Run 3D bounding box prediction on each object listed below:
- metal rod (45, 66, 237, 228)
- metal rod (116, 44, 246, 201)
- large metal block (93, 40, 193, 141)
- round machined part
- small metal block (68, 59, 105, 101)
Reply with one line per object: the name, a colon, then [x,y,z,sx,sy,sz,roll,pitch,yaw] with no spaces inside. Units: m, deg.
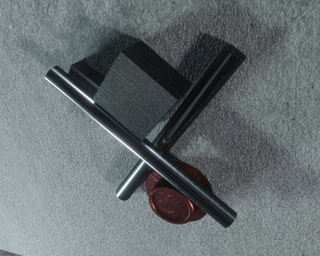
metal rod: [-0.025,0.024,0.402,0.300,0.025,0.025,39,129,1]
metal rod: [0.009,0.014,0.413,0.025,0.025,0.298,38,129,2]
large metal block: [-0.022,-0.045,0.376,0.080,0.050,0.080,41,129,0]
round machined part: [0.023,0.099,0.444,0.098,0.042,0.097,13,124,20]
small metal block: [-0.101,-0.057,0.426,0.050,0.025,0.050,37,129,3]
